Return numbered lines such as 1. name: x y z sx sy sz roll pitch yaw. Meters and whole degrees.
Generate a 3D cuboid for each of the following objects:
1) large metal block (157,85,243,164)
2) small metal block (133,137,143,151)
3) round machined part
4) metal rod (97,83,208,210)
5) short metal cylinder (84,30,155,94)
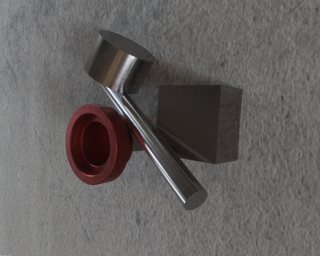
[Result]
1. large metal block: 0.043 -0.006 0.353 0.080 0.050 0.079 6 94 39
2. small metal block: -0.045 0.007 0.426 0.025 0.050 0.050 -3 89 40
3. round machined part: -0.072 0.019 0.388 0.098 0.042 0.097 2 92 39
4. metal rod: -0.036 -0.017 0.385 0.300 0.025 0.025 51 121 44
5. short metal cylinder: -0.053 -0.088 0.413 0.080 0.081 0.050 45 117 30
